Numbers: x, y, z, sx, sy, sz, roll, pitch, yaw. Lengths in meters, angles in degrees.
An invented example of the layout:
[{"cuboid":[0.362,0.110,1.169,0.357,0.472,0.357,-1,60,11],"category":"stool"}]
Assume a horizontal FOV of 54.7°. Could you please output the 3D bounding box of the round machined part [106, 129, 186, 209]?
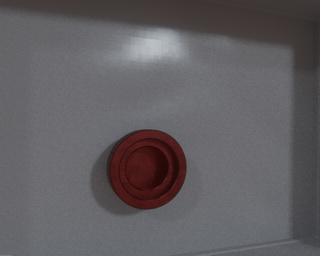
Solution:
[{"cuboid":[-0.019,0.050,0.395,0.099,0.042,0.097,0,90,-21],"category":"round machined part"}]
